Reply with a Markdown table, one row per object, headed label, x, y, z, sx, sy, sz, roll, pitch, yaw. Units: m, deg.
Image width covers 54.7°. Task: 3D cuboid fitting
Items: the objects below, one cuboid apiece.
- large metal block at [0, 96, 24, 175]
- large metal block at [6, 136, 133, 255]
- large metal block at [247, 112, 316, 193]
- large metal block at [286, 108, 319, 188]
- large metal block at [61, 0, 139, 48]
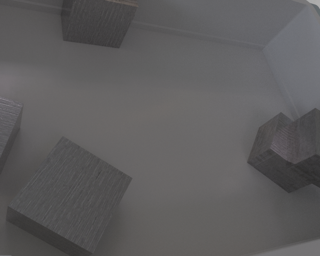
| label | x | y | z | sx | sy | sz | roll | pitch | yaw |
| --- | --- | --- | --- | --- | --- | --- | --- | --- | --- |
| large metal block | -0.183 | 0.009 | 0.286 | 0.081 | 0.050 | 0.080 | 18 | 55 | -18 |
| large metal block | -0.086 | 0.069 | 0.301 | 0.080 | 0.050 | 0.080 | 33 | 51 | -7 |
| large metal block | 0.189 | 0.037 | 0.469 | 0.080 | 0.050 | 0.080 | 36 | 51 | -4 |
| large metal block | 0.226 | 0.032 | 0.427 | 0.080 | 0.050 | 0.080 | 29 | 52 | -10 |
| large metal block | -0.085 | -0.159 | 0.422 | 0.081 | 0.080 | 0.050 | 1 | 62 | -28 |
